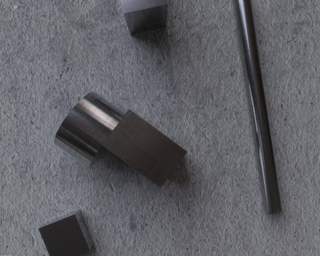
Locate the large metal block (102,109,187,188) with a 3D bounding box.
[{"bbox_3d":[-0.017,0.022,0.382,0.080,0.080,0.050,36,90,0],"label":"large metal block"}]

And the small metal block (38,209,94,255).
[{"bbox_3d":[-0.123,0.143,0.409,0.050,0.025,0.050,-22,90,0],"label":"small metal block"}]

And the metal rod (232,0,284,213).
[{"bbox_3d":[0.129,-0.039,0.411,0.025,0.025,0.298,-9,90,0],"label":"metal rod"}]

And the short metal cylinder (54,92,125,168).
[{"bbox_3d":[-0.083,0.002,0.382,0.050,0.080,0.080,35,90,0],"label":"short metal cylinder"}]

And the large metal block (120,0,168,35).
[{"bbox_3d":[-0.024,-0.171,0.382,0.050,0.080,0.080,-12,90,0],"label":"large metal block"}]
